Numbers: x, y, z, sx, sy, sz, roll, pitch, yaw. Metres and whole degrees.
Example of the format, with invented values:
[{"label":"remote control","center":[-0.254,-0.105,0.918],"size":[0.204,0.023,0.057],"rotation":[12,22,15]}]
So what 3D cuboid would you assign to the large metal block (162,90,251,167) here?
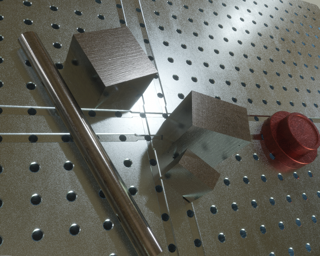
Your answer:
[{"label":"large metal block","center":[0.057,0.004,0.401],"size":[0.081,0.080,0.050],"rotation":[15,56,-20]}]

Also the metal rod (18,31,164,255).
[{"label":"metal rod","center":[-0.086,0.011,0.354],"size":[0.025,0.025,0.299],"rotation":[-23,74,-36]}]

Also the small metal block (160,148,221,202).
[{"label":"small metal block","center":[0.036,0.058,0.376],"size":[0.050,0.050,0.025],"rotation":[39,51,-3]}]

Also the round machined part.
[{"label":"round machined part","center":[0.222,0.013,0.508],"size":[0.099,0.042,0.098],"rotation":[14,56,-21]}]

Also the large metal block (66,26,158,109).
[{"label":"large metal block","center":[-0.064,-0.081,0.407],"size":[0.081,0.050,0.080],"rotation":[-23,74,-36]}]
